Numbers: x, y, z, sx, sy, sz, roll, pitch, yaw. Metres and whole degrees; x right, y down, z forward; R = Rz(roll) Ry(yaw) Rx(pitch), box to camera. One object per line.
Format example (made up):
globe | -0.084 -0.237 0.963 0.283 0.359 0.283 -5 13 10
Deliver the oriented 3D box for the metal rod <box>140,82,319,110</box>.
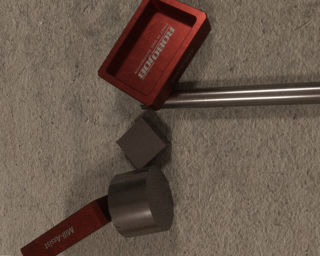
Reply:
metal rod | 0.119 -0.039 0.366 0.301 0.025 0.025 -1 90 19

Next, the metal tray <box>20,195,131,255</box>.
metal tray | -0.104 0.130 0.409 0.130 0.090 0.030 -35 79 16

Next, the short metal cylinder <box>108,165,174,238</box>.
short metal cylinder | -0.022 0.091 0.387 0.050 0.080 0.080 -17 85 19

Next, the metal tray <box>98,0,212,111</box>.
metal tray | -0.008 -0.098 0.392 0.090 0.030 0.130 33 91 22

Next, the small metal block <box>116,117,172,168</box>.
small metal block | -0.022 0.020 0.416 0.050 0.025 0.050 -44 77 14
